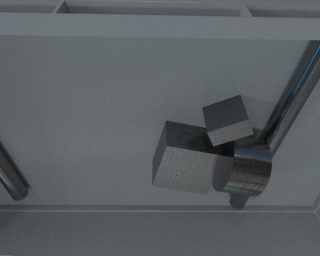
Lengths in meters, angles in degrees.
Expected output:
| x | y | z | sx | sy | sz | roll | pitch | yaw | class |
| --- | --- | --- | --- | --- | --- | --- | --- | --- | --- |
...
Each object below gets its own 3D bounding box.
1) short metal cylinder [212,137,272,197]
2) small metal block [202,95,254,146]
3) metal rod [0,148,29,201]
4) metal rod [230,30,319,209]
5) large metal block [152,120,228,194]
| x | y | z | sx | sy | sz | roll | pitch | yaw | class |
| --- | --- | --- | --- | --- | --- | --- | --- | --- | --- |
| 0.106 | 0.049 | 0.416 | 0.050 | 0.080 | 0.079 | 11 | 129 | -9 | short metal cylinder |
| 0.083 | -0.010 | 0.386 | 0.050 | 0.050 | 0.025 | -19 | 128 | 15 | small metal block |
| -0.245 | -0.006 | 0.400 | 0.025 | 0.025 | 0.298 | -7 | 130 | 5 | metal rod |
| 0.155 | 0.013 | 0.422 | 0.025 | 0.025 | 0.298 | 7 | 130 | -7 | metal rod |
| 0.038 | 0.042 | 0.429 | 0.081 | 0.050 | 0.079 | 10 | 129 | -9 | large metal block |
